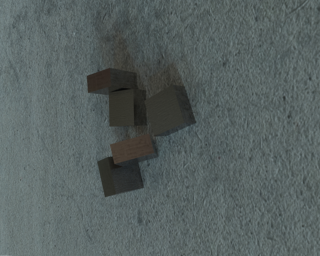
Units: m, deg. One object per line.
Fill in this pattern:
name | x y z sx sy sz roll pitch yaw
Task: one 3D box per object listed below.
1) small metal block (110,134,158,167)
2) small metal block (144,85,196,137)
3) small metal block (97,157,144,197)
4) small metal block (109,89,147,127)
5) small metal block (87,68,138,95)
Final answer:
small metal block | -0.032 0.030 0.402 0.050 0.050 0.025 -16 78 2
small metal block | 0.012 -0.021 0.395 0.050 0.025 0.050 -26 74 37
small metal block | -0.055 0.066 0.433 0.025 0.050 0.050 -25 74 40
small metal block | -0.047 -0.028 0.444 0.050 0.025 0.050 -2 89 40
small metal block | -0.068 -0.065 0.445 0.050 0.050 0.025 -8 85 40
